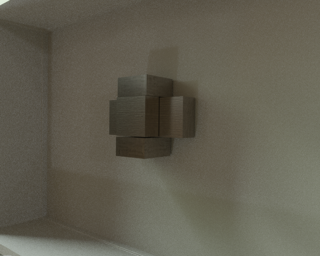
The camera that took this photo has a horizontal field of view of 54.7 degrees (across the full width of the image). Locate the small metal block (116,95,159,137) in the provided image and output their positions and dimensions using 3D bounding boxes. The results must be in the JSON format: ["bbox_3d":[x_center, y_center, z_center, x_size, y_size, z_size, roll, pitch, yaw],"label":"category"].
[{"bbox_3d":[-0.029,-0.015,0.395,0.050,0.025,0.050,1,91,39],"label":"small metal block"}]

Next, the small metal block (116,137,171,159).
[{"bbox_3d":[-0.022,0.024,0.404,0.050,0.050,0.025,1,91,40],"label":"small metal block"}]

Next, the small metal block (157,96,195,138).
[{"bbox_3d":[0.016,-0.013,0.392,0.050,0.025,0.050,1,91,39],"label":"small metal block"}]

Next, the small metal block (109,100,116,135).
[{"bbox_3d":[-0.046,-0.015,0.442,0.050,0.025,0.050,1,91,40],"label":"small metal block"}]

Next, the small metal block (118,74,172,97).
[{"bbox_3d":[-0.019,-0.052,0.404,0.050,0.050,0.025,1,91,40],"label":"small metal block"}]
